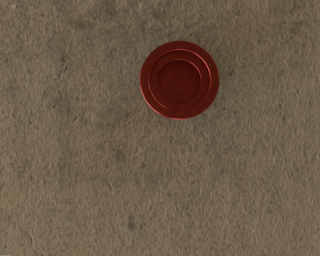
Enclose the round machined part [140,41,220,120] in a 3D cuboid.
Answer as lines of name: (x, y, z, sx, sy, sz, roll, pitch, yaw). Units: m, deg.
round machined part: (0.024, -0.059, 0.402, 0.099, 0.042, 0.097, 0, 90, -1)
